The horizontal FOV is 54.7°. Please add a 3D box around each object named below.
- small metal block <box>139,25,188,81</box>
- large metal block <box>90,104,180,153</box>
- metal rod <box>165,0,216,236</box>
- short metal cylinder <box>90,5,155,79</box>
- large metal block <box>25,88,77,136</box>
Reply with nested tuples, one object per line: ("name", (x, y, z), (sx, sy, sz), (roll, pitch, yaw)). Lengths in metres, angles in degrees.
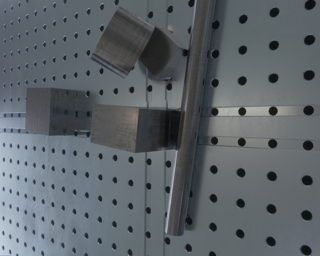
("small metal block", (0.004, -0.098, 0.406), (0.050, 0.025, 0.050), (52, 120, 27))
("large metal block", (-0.030, -0.002, 0.398), (0.080, 0.081, 0.050), (9, 96, 39))
("metal rod", (0.037, -0.015, 0.378), (0.025, 0.025, 0.298), (12, 97, 39))
("short metal cylinder", (-0.049, -0.112, 0.407), (0.080, 0.050, 0.080), (-54, 16, 24))
("large metal block", (-0.196, -0.030, 0.555), (0.080, 0.050, 0.079), (6, 94, 39))
